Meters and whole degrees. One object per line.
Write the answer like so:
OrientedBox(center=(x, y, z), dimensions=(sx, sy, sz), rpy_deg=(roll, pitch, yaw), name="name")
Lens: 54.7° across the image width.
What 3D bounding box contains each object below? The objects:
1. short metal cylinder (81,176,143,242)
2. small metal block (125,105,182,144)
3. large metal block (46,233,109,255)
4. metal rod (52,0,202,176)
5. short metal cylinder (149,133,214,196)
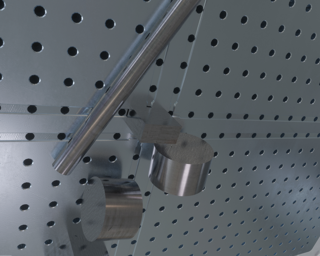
OrientedBox(center=(-0.065, 0.105, 0.406), dimensions=(0.050, 0.080, 0.079), rpy_deg=(10, 113, -33), name="short metal cylinder")
OrientedBox(center=(-0.009, -0.004, 0.388), dimensions=(0.050, 0.050, 0.025), rpy_deg=(4, 117, -30), name="small metal block")
OrientedBox(center=(-0.111, 0.210, 0.445), dimensions=(0.050, 0.080, 0.080), rpy_deg=(-46, 129, 3), name="large metal block")
OrientedBox(center=(-0.028, -0.067, 0.354), dimensions=(0.025, 0.025, 0.299), rpy_deg=(32, 101, -38), name="metal rod")
OrientedBox(center=(0.028, 0.047, 0.420), dimensions=(0.081, 0.080, 0.050), rpy_deg=(-4, 120, -27), name="short metal cylinder")
